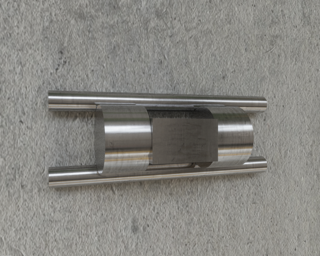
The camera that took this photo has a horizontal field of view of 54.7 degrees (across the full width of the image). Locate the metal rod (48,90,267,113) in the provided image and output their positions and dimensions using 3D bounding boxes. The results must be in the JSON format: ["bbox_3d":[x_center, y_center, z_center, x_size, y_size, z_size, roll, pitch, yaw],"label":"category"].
[{"bbox_3d":[0.011,-0.033,0.414,0.303,0.025,0.025,-1,91,-20],"label":"metal rod"}]

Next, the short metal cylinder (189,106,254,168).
[{"bbox_3d":[0.078,0.012,0.409,0.050,0.080,0.079,-1,91,-20],"label":"short metal cylinder"}]

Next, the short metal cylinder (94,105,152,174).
[{"bbox_3d":[-0.046,0.013,0.363,0.050,0.080,0.079,-1,91,-20],"label":"short metal cylinder"}]

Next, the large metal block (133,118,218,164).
[{"bbox_3d":[0.016,0.014,0.384,0.081,0.080,0.050,0,90,-20],"label":"large metal block"}]

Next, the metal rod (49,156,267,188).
[{"bbox_3d":[0.012,0.056,0.415,0.303,0.025,0.025,-1,91,-20],"label":"metal rod"}]
